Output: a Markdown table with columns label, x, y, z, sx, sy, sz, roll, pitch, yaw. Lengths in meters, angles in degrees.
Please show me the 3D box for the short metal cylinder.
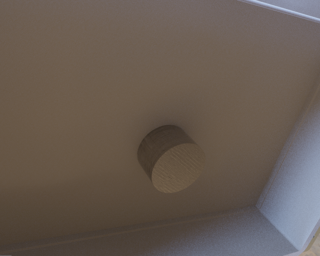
| label | x | y | z | sx | sy | sz | roll | pitch | yaw |
| --- | --- | --- | --- | --- | --- | --- | --- | --- | --- |
| short metal cylinder | 0.015 | 0.042 | 0.429 | 0.081 | 0.050 | 0.079 | -14 | 125 | -21 |
